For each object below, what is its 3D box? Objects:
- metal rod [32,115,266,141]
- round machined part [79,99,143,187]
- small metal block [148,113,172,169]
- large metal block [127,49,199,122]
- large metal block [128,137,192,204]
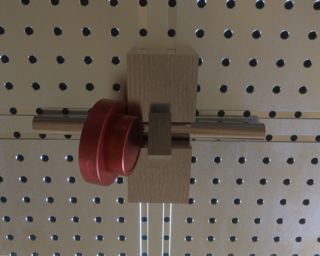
[{"bbox_3d":[-0.013,0.000,0.413,0.302,0.025,0.025,2,110,-1],"label":"metal rod"},{"bbox_3d":[-0.049,0.018,0.350,0.042,0.098,0.097,9,111,12],"label":"round machined part"},{"bbox_3d":[0.000,0.016,0.359,0.025,0.050,0.050,1,66,0],"label":"small metal block"},{"bbox_3d":[0.003,-0.053,0.380,0.081,0.050,0.079,1,110,-1],"label":"large metal block"},{"bbox_3d":[-0.001,0.054,0.420,0.081,0.050,0.079,1,110,-1],"label":"large metal block"}]
